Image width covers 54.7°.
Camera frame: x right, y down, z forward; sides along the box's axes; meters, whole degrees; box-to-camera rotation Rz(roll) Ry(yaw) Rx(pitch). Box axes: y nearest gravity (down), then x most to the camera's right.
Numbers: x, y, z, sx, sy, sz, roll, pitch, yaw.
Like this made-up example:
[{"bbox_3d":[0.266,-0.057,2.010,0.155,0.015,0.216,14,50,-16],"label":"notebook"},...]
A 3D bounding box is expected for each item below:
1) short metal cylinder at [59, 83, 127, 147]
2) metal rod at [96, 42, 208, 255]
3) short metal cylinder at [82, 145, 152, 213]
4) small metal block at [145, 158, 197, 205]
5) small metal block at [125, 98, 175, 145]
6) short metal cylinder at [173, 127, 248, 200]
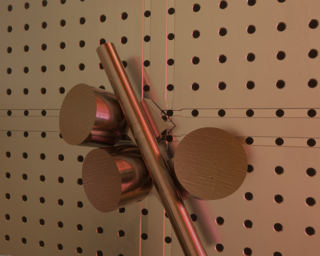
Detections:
[{"bbox_3d":[-0.089,-0.014,0.412,0.080,0.050,0.080,-9,76,39],"label":"short metal cylinder"},{"bbox_3d":[-0.012,0.029,0.385,0.025,0.025,0.299,-27,81,18],"label":"metal rod"},{"bbox_3d":[-0.057,0.063,0.401,0.080,0.050,0.079,5,97,42],"label":"short metal cylinder"},{"bbox_3d":[0.017,0.073,0.402,0.050,0.025,0.050,-42,77,15],"label":"small metal block"},{"bbox_3d":[-0.018,-0.004,0.415,0.050,0.025,0.050,-45,76,14],"label":"small metal block"},{"bbox_3d":[0.056,0.044,0.362,0.081,0.050,0.080,0,75,1],"label":"short metal cylinder"}]
